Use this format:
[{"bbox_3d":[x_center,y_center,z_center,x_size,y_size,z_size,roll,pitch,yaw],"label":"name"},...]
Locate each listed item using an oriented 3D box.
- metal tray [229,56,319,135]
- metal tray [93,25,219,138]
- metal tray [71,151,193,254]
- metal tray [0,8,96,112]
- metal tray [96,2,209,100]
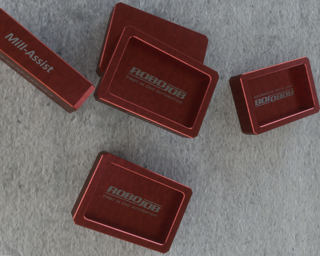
[{"bbox_3d":[0.177,-0.050,0.473,0.131,0.030,0.089,-18,96,-20],"label":"metal tray"},{"bbox_3d":[-0.002,-0.051,0.374,0.131,0.030,0.090,23,83,-19],"label":"metal tray"},{"bbox_3d":[-0.033,0.095,0.395,0.131,0.030,0.090,26,81,-19],"label":"metal tray"},{"bbox_3d":[-0.134,-0.069,0.324,0.130,0.090,0.030,40,77,-16],"label":"metal tray"},{"bbox_3d":[-0.008,-0.095,0.404,0.131,0.030,0.090,15,85,-20],"label":"metal tray"}]
